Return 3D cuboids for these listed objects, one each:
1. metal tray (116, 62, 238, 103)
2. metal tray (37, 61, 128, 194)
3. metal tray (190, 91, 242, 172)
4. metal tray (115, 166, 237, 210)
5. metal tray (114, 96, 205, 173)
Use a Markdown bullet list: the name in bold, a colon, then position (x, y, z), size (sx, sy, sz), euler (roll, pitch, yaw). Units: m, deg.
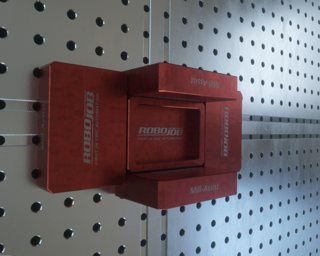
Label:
- **metal tray**: position (0.023, -0.052, 0.388), size (0.131, 0.090, 0.030), euler (1, 90, -40)
- **metal tray**: position (-0.082, 0.000, 0.338), size (0.091, 0.030, 0.129), euler (1, 89, -40)
- **metal tray**: position (0.088, 0.005, 0.480), size (0.091, 0.030, 0.129), euler (1, 89, -41)
- **metal tray**: position (0.022, 0.068, 0.386), size (0.131, 0.090, 0.030), euler (1, 90, -40)
- **metal tray**: position (0.004, 0.008, 0.408), size (0.131, 0.030, 0.089), euler (1, 90, -40)
